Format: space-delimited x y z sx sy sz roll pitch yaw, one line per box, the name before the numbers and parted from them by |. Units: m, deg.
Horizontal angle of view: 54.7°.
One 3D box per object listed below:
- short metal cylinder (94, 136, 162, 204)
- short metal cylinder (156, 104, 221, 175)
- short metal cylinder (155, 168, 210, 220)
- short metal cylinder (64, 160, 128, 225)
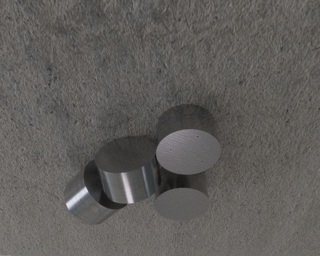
short metal cylinder | -0.041 0.053 0.411 0.080 0.080 0.050 -6 121 5
short metal cylinder | 0.035 0.016 0.404 0.081 0.050 0.079 0 130 0
short metal cylinder | 0.032 0.097 0.474 0.081 0.050 0.079 0 130 0
short metal cylinder | -0.089 0.092 0.448 0.080 0.080 0.050 34 123 -25
